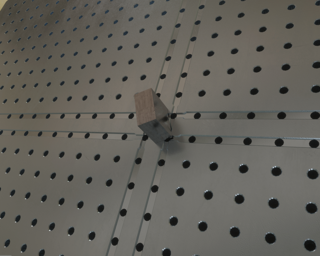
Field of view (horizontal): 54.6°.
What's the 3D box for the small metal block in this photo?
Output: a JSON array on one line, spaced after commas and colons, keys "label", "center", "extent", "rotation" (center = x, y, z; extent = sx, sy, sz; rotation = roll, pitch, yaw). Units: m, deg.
[{"label": "small metal block", "center": [-0.009, -0.016, 0.407], "extent": [0.025, 0.050, 0.050], "rotation": [-20, 54, 16]}]
